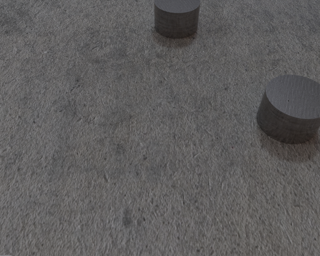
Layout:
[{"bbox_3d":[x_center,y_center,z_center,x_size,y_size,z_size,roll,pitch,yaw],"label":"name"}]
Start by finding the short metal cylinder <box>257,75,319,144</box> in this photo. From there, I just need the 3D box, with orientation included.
[{"bbox_3d":[0.175,-0.025,0.409,0.080,0.050,0.080,0,50,0],"label":"short metal cylinder"}]

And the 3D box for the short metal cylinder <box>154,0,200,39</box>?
[{"bbox_3d":[0.030,-0.206,0.560,0.080,0.050,0.080,0,50,0],"label":"short metal cylinder"}]
